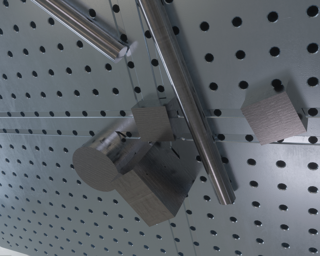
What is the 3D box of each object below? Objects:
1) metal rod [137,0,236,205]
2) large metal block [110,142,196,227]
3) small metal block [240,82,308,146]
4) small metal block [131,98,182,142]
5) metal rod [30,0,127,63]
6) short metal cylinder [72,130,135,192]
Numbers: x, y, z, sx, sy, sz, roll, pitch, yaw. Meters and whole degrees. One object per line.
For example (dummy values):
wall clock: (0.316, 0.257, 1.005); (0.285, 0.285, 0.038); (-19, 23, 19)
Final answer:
metal rod: (0.035, -0.032, 0.372); (0.025, 0.025, 0.299); (-11, 113, 32)
large metal block: (-0.007, 0.072, 0.424); (0.050, 0.080, 0.080); (-34, 99, 38)
small metal block: (0.124, -0.014, 0.337); (0.050, 0.025, 0.050); (-23, 106, 36)
small metal block: (-0.004, -0.010, 0.407); (0.050, 0.025, 0.050); (-2, 118, 29)
metal rod: (-0.168, -0.180, 0.388); (0.300, 0.025, 0.025); (37, 129, 3)
short metal cylinder: (-0.084, 0.049, 0.470); (0.080, 0.050, 0.079); (13, 124, 21)
